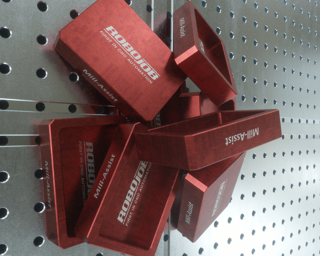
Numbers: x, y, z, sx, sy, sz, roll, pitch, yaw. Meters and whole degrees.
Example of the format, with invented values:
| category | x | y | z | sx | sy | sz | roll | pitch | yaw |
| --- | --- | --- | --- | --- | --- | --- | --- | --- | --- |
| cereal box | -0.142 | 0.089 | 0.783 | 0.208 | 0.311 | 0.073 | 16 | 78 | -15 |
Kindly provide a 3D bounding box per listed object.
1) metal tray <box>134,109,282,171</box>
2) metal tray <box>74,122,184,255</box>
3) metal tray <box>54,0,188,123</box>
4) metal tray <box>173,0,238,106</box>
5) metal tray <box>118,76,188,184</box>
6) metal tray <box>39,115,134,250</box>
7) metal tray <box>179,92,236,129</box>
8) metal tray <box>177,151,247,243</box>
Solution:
| category | x | y | z | sx | sy | sz | roll | pitch | yaw |
| --- | --- | --- | --- | --- | --- | --- | --- | --- | --- |
| metal tray | 0.051 | 0.007 | 0.324 | 0.131 | 0.090 | 0.030 | -14 | 99 | -35 |
| metal tray | -0.026 | 0.069 | 0.344 | 0.090 | 0.030 | 0.130 | 33 | 70 | -35 |
| metal tray | -0.039 | -0.077 | 0.351 | 0.130 | 0.030 | 0.090 | 44 | 63 | -14 |
| metal tray | 0.057 | -0.101 | 0.408 | 0.090 | 0.030 | 0.130 | 40 | 33 | -32 |
| metal tray | -0.003 | 0.000 | 0.402 | 0.091 | 0.030 | 0.129 | -6 | 92 | -41 |
| metal tray | -0.078 | 0.053 | 0.340 | 0.091 | 0.030 | 0.129 | -6 | 93 | -40 |
| metal tray | 0.074 | -0.005 | 0.442 | 0.131 | 0.030 | 0.090 | -8 | 96 | -57 |
| metal tray | 0.068 | 0.087 | 0.418 | 0.091 | 0.030 | 0.129 | -36 | 145 | -34 |
